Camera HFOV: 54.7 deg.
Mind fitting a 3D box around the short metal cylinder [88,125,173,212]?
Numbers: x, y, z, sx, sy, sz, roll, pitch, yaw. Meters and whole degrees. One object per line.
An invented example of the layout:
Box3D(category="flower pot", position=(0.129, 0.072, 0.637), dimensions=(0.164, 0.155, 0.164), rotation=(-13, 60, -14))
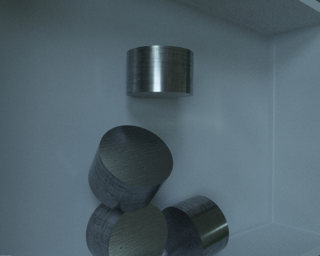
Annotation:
Box3D(category="short metal cylinder", position=(-0.033, 0.043, 0.338), dimensions=(0.081, 0.050, 0.080), rotation=(16, 42, -15))

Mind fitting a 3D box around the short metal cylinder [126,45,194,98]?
Box3D(category="short metal cylinder", position=(0.000, -0.064, 0.373), dimensions=(0.081, 0.080, 0.050), rotation=(0, 90, -40))

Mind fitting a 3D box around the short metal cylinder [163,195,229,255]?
Box3D(category="short metal cylinder", position=(0.043, 0.135, 0.410), dimensions=(0.050, 0.080, 0.079), rotation=(-12, 98, -40))

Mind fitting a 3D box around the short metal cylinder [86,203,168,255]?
Box3D(category="short metal cylinder", position=(-0.038, 0.123, 0.361), dimensions=(0.081, 0.050, 0.079), rotation=(0, 90, -40))
